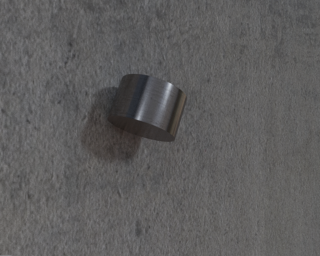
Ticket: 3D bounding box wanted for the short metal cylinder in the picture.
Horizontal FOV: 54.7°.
[{"bbox_3d":[-0.014,-0.021,0.359,0.080,0.080,0.050,28,73,-37],"label":"short metal cylinder"}]
